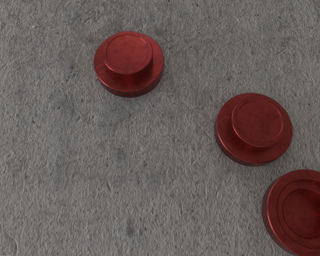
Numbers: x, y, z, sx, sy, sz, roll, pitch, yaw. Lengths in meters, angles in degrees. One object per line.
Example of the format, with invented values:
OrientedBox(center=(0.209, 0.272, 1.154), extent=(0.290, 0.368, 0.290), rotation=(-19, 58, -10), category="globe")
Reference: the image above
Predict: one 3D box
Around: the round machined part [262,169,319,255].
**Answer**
OrientedBox(center=(0.168, 0.101, 0.363), extent=(0.099, 0.042, 0.098), rotation=(0, 70, 0), category="round machined part")

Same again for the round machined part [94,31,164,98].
OrientedBox(center=(-0.044, -0.095, 0.433), extent=(0.099, 0.042, 0.098), rotation=(0, 70, 0), category="round machined part")

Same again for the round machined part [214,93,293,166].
OrientedBox(center=(0.123, -0.002, 0.401), extent=(0.099, 0.042, 0.098), rotation=(0, 70, 0), category="round machined part")
